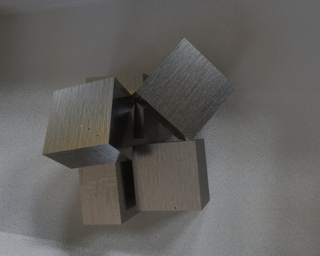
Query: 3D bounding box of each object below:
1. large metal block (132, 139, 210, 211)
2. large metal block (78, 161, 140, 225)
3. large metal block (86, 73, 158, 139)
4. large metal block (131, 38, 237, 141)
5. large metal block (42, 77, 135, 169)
[{"bbox_3d":[0.014,0.057,0.388,0.080,0.050,0.080,-6,88,19],"label":"large metal block"},{"bbox_3d":[-0.058,0.073,0.399,0.050,0.080,0.080,-7,88,19],"label":"large metal block"},{"bbox_3d":[-0.050,-0.027,0.412,0.080,0.050,0.079,-1,90,19],"label":"large metal block"},{"bbox_3d":[0.025,-0.042,0.359,0.080,0.050,0.080,42,82,-9],"label":"large metal block"},{"bbox_3d":[-0.078,-0.004,0.353,0.080,0.050,0.080,-10,61,19],"label":"large metal block"}]
